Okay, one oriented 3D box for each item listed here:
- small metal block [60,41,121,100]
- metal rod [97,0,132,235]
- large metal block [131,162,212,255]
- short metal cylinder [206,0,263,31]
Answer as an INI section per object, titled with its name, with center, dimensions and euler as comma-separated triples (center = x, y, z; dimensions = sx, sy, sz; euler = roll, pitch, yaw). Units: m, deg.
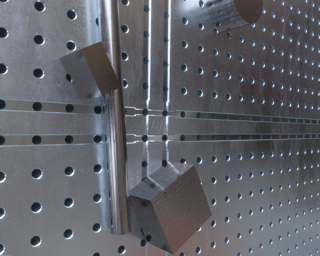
[small metal block]
center = -0.075, -0.060, 0.331
dimensions = 0.025, 0.050, 0.050
euler = -35, 112, -35
[metal rod]
center = -0.054, -0.025, 0.365
dimensions = 0.025, 0.025, 0.298
euler = -5, 93, -40
[large metal block]
center = 0.014, 0.101, 0.407
dimensions = 0.081, 0.050, 0.080
euler = -33, 111, -35
[short metal cylinder]
center = 0.120, -0.202, 0.496
dimensions = 0.081, 0.050, 0.079
euler = 0, 90, -40
